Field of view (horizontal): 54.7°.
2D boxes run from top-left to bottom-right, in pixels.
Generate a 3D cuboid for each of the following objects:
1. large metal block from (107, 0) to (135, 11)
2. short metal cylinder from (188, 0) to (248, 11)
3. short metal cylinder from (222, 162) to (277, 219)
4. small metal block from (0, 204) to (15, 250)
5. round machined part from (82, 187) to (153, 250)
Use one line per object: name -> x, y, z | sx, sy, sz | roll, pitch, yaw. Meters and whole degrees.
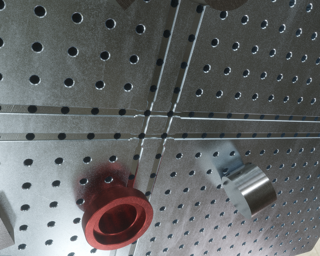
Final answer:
large metal block -> -0.037, -0.166, 0.272 | 0.080, 0.050, 0.080 | -45, 129, 3
short metal cylinder -> 0.060, -0.168, 0.324 | 0.081, 0.050, 0.079 | -14, 124, -21
short metal cylinder -> 0.149, 0.105, 0.522 | 0.050, 0.080, 0.080 | -28, 128, -11
small metal block -> -0.211, 0.126, 0.374 | 0.050, 0.025, 0.050 | -18, 126, -18
round machined part -> -0.063, 0.123, 0.442 | 0.099, 0.042, 0.097 | -14, 124, -21
